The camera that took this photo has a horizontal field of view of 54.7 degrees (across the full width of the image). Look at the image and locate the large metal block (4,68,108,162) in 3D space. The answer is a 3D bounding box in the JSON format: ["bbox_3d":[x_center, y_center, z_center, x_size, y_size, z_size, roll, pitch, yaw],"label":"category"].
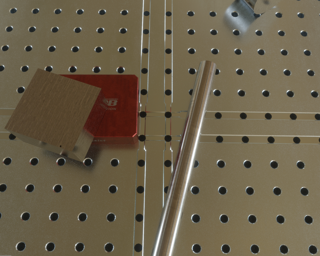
[{"bbox_3d":[-0.119,-0.014,0.370,0.080,0.050,0.080,18,71,6],"label":"large metal block"}]

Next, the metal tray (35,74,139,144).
[{"bbox_3d":[-0.095,-0.026,0.417,0.131,0.030,0.090,0,70,-1],"label":"metal tray"}]

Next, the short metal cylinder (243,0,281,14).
[{"bbox_3d":[0.158,-0.220,0.465,0.080,0.080,0.050,-32,74,-11],"label":"short metal cylinder"}]

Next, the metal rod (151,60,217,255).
[{"bbox_3d":[0.031,0.046,0.395,0.025,0.025,0.299,14,70,5],"label":"metal rod"}]
